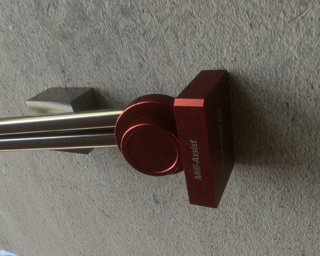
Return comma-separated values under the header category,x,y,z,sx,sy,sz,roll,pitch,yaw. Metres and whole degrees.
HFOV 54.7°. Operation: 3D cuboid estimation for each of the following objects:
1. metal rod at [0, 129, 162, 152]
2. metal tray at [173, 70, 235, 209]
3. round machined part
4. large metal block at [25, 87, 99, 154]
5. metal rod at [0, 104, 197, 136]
category,x,y,z,sx,sy,sz,roll,pitch,yaw
metal rod,-0.087,0.014,0.403,0.301,0.025,0.025,-3,118,15
metal tray,0.054,0.011,0.343,0.030,0.090,0.129,4,120,26
round machined part,-0.004,0.015,0.344,0.098,0.042,0.097,7,122,11
large metal block,-0.133,-0.012,0.448,0.080,0.050,0.079,3,120,26
metal rod,-0.091,-0.010,0.390,0.301,0.025,0.025,-4,117,15
